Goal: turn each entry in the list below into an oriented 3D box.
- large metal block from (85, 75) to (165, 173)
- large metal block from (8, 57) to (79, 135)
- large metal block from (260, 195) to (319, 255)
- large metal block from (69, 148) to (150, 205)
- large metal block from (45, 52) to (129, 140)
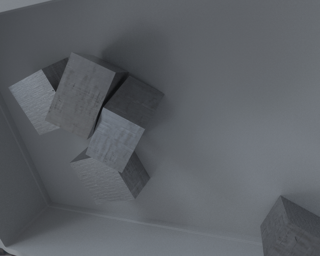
[{"bbox_3d":[-0.043,-0.006,0.386,0.050,0.080,0.079,28,128,-2],"label":"large metal block"},{"bbox_3d":[-0.154,-0.044,0.444,0.080,0.050,0.080,-16,111,34],"label":"large metal block"},{"bbox_3d":[0.168,0.132,0.358,0.080,0.080,0.050,29,104,9],"label":"large metal block"},{"bbox_3d":[-0.075,0.065,0.471,0.080,0.050,0.080,-16,110,34],"label":"large metal block"},{"bbox_3d":[-0.082,-0.040,0.368,0.050,0.080,0.080,25,101,-1],"label":"large metal block"}]
